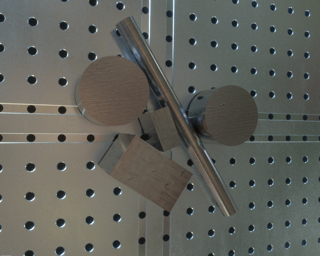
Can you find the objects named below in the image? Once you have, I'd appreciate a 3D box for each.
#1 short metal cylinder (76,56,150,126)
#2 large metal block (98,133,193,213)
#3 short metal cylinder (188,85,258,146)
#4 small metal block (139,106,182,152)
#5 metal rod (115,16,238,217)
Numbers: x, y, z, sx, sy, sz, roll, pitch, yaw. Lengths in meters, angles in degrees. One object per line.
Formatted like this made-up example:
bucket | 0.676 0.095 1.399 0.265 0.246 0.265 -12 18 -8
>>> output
short metal cylinder | -0.059 -0.042 0.374 0.081 0.050 0.079 0 90 -20
large metal block | -0.021 0.050 0.371 0.080 0.080 0.050 36 79 -16
short metal cylinder | 0.086 -0.016 0.427 0.081 0.050 0.079 0 90 -20
small metal block | -0.001 0.001 0.395 0.025 0.050 0.050 -23 98 -19
metal rod | 0.028 -0.008 0.419 0.025 0.025 0.299 -33 101 -17
